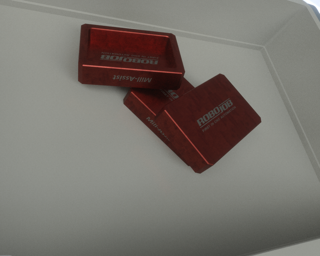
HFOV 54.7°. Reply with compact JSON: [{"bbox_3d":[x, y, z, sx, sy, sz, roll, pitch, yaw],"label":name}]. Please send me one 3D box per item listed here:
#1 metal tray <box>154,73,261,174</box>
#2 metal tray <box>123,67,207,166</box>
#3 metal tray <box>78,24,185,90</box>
[{"bbox_3d":[0.067,-0.011,0.409,0.131,0.030,0.090,-33,81,-38],"label":"metal tray"},{"bbox_3d":[0.026,-0.022,0.431,0.130,0.030,0.090,44,51,2],"label":"metal tray"},{"bbox_3d":[-0.039,-0.095,0.412,0.131,0.030,0.090,2,49,-14],"label":"metal tray"}]
